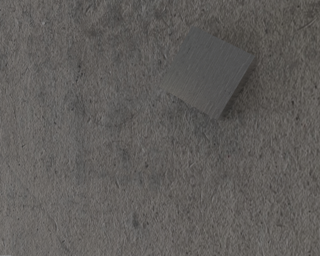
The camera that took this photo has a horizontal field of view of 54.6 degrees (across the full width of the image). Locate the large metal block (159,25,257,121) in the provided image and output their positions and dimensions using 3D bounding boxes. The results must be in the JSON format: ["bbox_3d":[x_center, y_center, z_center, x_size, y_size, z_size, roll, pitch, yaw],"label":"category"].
[{"bbox_3d":[0.059,-0.063,0.375,0.080,0.050,0.080,32,100,17],"label":"large metal block"}]
